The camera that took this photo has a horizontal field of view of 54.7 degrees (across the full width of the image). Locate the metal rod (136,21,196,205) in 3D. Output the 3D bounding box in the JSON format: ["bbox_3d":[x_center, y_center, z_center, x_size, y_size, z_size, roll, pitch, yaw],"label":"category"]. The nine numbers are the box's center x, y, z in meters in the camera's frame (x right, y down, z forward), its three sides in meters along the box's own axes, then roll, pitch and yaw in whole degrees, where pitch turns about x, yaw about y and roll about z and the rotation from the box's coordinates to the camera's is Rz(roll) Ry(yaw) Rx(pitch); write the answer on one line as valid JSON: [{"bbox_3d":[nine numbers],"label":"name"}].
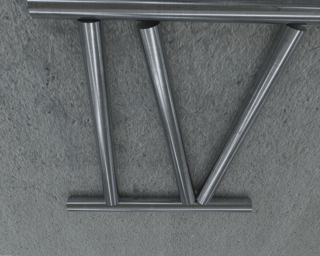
[{"bbox_3d":[0.017,0.005,0.412,0.025,0.025,0.298,-9,130,7],"label":"metal rod"}]

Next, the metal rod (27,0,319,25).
[{"bbox_3d":[0.026,-0.119,0.308,0.302,0.025,0.025,1,130,-2],"label":"metal rod"}]

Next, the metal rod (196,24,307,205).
[{"bbox_3d":[0.105,0.005,0.413,0.025,0.025,0.298,10,129,-9],"label":"metal rod"}]

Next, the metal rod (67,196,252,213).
[{"bbox_3d":[0.000,0.127,0.516,0.302,0.025,0.025,1,130,-2],"label":"metal rod"}]

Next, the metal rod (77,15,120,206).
[{"bbox_3d":[-0.074,0.003,0.409,0.025,0.025,0.298,1,130,-1],"label":"metal rod"}]
